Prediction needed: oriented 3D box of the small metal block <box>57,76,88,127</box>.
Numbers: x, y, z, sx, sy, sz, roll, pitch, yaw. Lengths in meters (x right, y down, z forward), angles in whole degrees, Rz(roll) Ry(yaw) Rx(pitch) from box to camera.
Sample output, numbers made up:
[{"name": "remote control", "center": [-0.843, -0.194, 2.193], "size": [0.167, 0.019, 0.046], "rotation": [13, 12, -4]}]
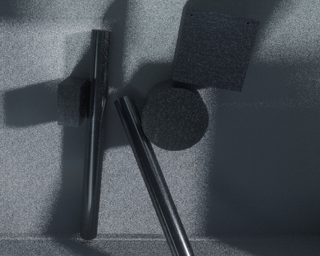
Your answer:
[{"name": "small metal block", "center": [-0.107, -0.034, 0.384], "size": [0.025, 0.050, 0.050], "rotation": [6, 110, -3]}]

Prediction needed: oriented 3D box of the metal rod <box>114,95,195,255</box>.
[{"name": "metal rod", "center": [0.007, 0.101, 0.379], "size": [0.025, 0.025, 0.299], "rotation": [-23, 82, 7]}]

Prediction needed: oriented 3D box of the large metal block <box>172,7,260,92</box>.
[{"name": "large metal block", "center": [0.061, -0.093, 0.365], "size": [0.081, 0.050, 0.079], "rotation": [9, 110, -4]}]

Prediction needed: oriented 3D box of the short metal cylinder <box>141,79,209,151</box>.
[{"name": "short metal cylinder", "center": [0.018, -0.017, 0.392], "size": [0.081, 0.050, 0.079], "rotation": [0, 110, -1]}]

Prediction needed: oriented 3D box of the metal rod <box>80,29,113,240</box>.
[{"name": "metal rod", "center": [-0.088, 0.023, 0.418], "size": [0.025, 0.025, 0.298], "rotation": [7, 110, -3]}]
